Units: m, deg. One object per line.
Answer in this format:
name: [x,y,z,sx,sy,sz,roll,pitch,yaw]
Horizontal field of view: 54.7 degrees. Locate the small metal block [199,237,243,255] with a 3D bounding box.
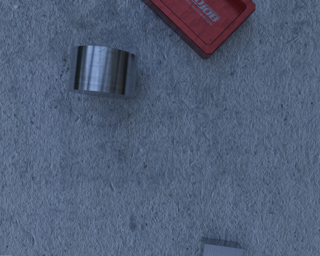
small metal block: [0.079,0.177,0.411,0.050,0.025,0.050,8,90,0]

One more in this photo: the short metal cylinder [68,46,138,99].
short metal cylinder: [-0.069,-0.066,0.382,0.080,0.080,0.050,6,90,0]

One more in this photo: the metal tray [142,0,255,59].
metal tray: [0.047,-0.167,0.407,0.130,0.030,0.090,44,90,0]
